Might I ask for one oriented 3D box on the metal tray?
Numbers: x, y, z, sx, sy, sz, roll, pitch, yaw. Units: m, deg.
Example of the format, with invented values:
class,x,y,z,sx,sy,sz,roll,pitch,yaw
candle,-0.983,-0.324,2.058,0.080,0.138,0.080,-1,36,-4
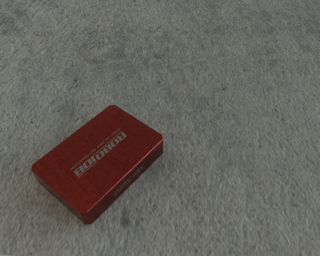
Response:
class,x,y,z,sx,sy,sz,roll,pitch,yaw
metal tray,-0.069,0.036,0.369,0.090,0.030,0.131,32,57,24
